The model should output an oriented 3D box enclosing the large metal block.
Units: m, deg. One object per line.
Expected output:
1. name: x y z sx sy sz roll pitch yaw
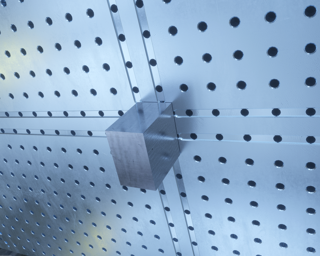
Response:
1. large metal block: -0.018 0.020 0.395 0.050 0.080 0.079 3 120 26
